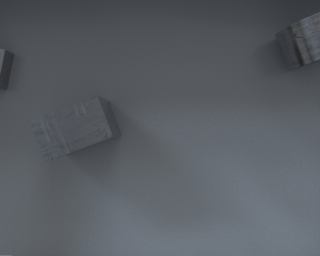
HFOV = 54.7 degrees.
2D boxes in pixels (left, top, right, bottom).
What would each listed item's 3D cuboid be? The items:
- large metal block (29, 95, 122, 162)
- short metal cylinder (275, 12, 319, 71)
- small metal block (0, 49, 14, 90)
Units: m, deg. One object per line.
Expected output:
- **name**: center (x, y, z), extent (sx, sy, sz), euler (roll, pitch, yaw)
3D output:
- **large metal block**: center (-0.099, 0.000, 0.383), extent (0.080, 0.080, 0.050), euler (-21, 90, 0)
- **short metal cylinder**: center (0.193, -0.109, 0.386), extent (0.080, 0.080, 0.050), euler (-20, 90, 0)
- **small metal block**: center (-0.228, -0.081, 0.408), extent (0.050, 0.025, 0.050), euler (11, 90, -1)
